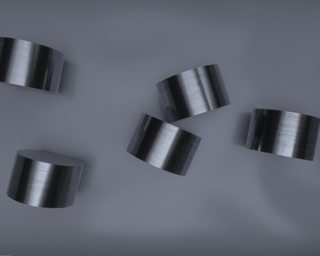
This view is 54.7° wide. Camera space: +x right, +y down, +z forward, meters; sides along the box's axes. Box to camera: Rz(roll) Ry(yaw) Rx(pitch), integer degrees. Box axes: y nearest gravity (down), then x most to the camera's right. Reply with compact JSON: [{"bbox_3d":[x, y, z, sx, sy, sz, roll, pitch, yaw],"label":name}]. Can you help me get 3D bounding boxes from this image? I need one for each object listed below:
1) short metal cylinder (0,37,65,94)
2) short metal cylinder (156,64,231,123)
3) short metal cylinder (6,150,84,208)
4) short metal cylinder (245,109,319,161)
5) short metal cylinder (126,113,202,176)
[{"bbox_3d":[-0.163,-0.074,0.382,0.080,0.080,0.050,10,90,0],"label":"short metal cylinder"},{"bbox_3d":[0.041,-0.041,0.384,0.080,0.080,0.050,-17,90,0],"label":"short metal cylinder"},{"bbox_3d":[-0.140,0.061,0.383,0.080,0.080,0.050,14,90,0],"label":"short metal cylinder"},{"bbox_3d":[0.151,0.008,0.385,0.080,0.080,0.050,10,90,0],"label":"short metal cylinder"},{"bbox_3d":[0.005,0.020,0.384,0.080,0.080,0.050,23,90,0],"label":"short metal cylinder"}]
